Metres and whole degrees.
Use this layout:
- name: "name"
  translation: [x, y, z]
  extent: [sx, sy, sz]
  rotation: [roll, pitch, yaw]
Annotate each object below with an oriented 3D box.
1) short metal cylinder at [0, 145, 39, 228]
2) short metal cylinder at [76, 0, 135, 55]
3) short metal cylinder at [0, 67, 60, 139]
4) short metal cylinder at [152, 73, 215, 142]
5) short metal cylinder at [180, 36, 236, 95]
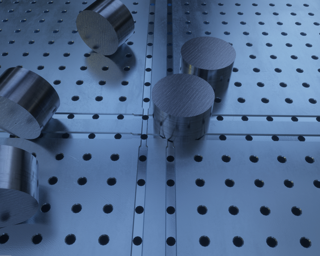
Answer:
- name: "short metal cylinder"
  translation: [-0.168, 0.062, 0.319]
  extent: [0.081, 0.080, 0.050]
  rotation: [-11, 51, -9]
- name: "short metal cylinder"
  translation: [-0.090, -0.169, 0.513]
  extent: [0.080, 0.080, 0.050]
  rotation: [22, 54, 17]
- name: "short metal cylinder"
  translation: [-0.178, -0.030, 0.396]
  extent: [0.080, 0.080, 0.050]
  rotation: [12, 51, 10]
- name: "short metal cylinder"
  translation: [0.030, -0.028, 0.415]
  extent: [0.081, 0.050, 0.080]
  rotation: [0, 50, 0]
- name: "short metal cylinder"
  translation: [0.071, -0.095, 0.472]
  extent: [0.081, 0.050, 0.080]
  rotation: [0, 50, 0]
